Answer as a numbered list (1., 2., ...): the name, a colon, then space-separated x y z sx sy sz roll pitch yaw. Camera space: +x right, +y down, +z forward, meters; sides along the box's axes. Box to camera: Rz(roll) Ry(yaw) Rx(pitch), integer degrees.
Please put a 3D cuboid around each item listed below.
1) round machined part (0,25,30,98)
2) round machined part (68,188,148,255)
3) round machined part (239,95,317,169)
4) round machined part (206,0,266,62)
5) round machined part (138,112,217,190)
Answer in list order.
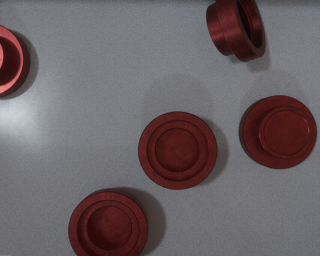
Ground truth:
1. round machined part: -0.225 -0.089 0.400 0.099 0.042 0.097 0 90 -1
2. round machined part: -0.064 0.126 0.402 0.099 0.042 0.097 0 90 -1
3. round machined part: 0.157 0.005 0.405 0.099 0.042 0.097 0 90 -1
4. round machined part: 0.093 -0.129 0.386 0.042 0.099 0.097 -14 90 36
5. round machined part: 0.022 0.028 0.403 0.099 0.042 0.097 0 90 -1
